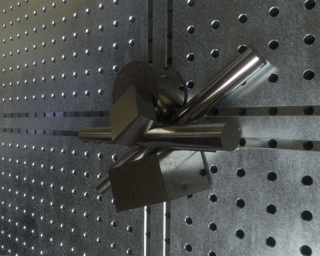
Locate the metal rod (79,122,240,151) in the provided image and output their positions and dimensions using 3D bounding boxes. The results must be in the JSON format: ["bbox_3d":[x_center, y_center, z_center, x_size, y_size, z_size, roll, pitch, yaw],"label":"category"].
[{"bbox_3d":[-0.030,0.010,0.383,0.299,0.025,0.025,-1,89,53],"label":"metal rod"}]

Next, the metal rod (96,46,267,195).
[{"bbox_3d":[0.007,0.008,0.400,0.299,0.025,0.025,-41,65,32],"label":"metal rod"}]

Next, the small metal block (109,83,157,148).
[{"bbox_3d":[-0.032,-0.014,0.355,0.050,0.025,0.050,-43,42,32],"label":"small metal block"}]

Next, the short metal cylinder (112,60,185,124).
[{"bbox_3d":[-0.016,-0.043,0.401,0.080,0.050,0.080,-1,89,40],"label":"short metal cylinder"}]

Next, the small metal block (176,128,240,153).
[{"bbox_3d":[0.054,0.012,0.344,0.050,0.050,0.025,0,90,41],"label":"small metal block"}]

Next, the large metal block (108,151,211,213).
[{"bbox_3d":[-0.001,0.061,0.368,0.080,0.081,0.050,-23,76,38],"label":"large metal block"}]
